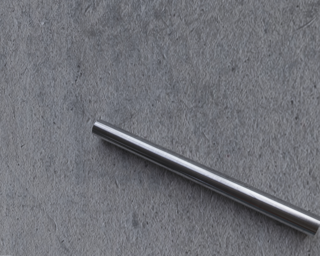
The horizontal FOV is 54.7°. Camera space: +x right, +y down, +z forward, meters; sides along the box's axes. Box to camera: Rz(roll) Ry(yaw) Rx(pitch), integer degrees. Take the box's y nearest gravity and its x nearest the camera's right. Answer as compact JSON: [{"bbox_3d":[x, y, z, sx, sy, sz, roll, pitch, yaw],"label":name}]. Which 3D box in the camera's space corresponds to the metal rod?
[{"bbox_3d":[0.043,0.055,0.393,0.301,0.025,0.025,23,98,18],"label":"metal rod"}]
